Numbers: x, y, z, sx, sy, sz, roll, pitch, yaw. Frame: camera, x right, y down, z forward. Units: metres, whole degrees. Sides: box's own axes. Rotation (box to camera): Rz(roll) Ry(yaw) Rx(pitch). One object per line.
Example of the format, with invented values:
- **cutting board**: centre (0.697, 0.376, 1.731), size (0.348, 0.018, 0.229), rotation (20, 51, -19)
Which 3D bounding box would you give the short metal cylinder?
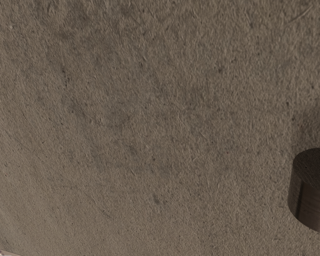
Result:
- **short metal cylinder**: centre (0.176, 0.063, 0.317), size (0.080, 0.080, 0.050), rotation (8, 122, 23)
